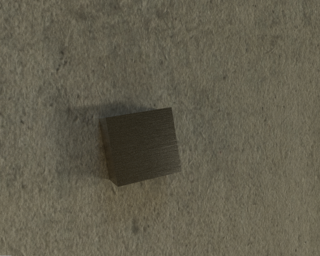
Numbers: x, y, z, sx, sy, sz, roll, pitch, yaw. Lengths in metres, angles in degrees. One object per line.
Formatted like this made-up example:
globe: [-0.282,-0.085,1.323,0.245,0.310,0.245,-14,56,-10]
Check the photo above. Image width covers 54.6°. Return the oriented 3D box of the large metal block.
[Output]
large metal block: [-0.025,0.021,0.386,0.081,0.050,0.080,-10,94,-20]
